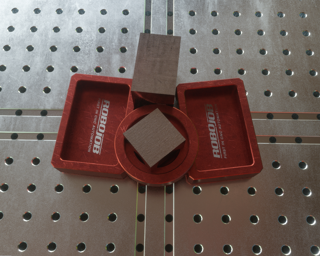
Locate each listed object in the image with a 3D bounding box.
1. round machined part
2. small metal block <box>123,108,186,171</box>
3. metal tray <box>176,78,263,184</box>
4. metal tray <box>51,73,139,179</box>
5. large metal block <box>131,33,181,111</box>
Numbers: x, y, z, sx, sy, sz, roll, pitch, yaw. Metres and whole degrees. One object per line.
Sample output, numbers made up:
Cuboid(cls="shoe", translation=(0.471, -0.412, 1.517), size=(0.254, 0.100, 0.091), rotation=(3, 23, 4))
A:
Cuboid(cls="round machined part", translation=(-0.004, 0.023, 0.380), size=(0.099, 0.042, 0.098), rotation=(0, 70, 0))
Cuboid(cls="small metal block", translation=(-0.006, 0.014, 0.358), size=(0.050, 0.025, 0.050), rotation=(-38, 74, -13))
Cuboid(cls="metal tray", translation=(0.073, 0.002, 0.405), size=(0.091, 0.030, 0.130), rotation=(-6, 70, -3))
Cuboid(cls="metal tray", translation=(-0.080, -0.004, 0.406), size=(0.091, 0.030, 0.130), rotation=(6, 70, 2))
Cuboid(cls="large metal block", translation=(-0.004, -0.063, 0.402), size=(0.050, 0.080, 0.080), rotation=(6, 70, 2))
